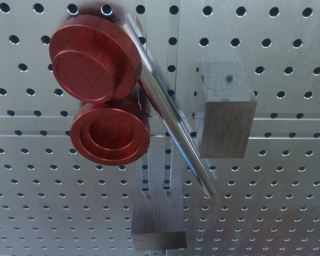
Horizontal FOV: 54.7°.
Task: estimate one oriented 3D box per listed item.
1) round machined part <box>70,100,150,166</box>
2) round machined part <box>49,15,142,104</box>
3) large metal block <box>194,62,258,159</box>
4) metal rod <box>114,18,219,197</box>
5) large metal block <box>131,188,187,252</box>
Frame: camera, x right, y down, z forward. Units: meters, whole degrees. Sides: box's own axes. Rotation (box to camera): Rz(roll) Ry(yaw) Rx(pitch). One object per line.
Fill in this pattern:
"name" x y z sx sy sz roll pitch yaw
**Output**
"round machined part" -0.062 0.001 0.401 0.099 0.042 0.097 0 130 0
"round machined part" -0.072 -0.064 0.327 0.098 0.042 0.097 12 139 11
"large metal block" 0.070 -0.021 0.358 0.050 0.080 0.079 0 130 0
"metal rod" 0.019 -0.004 0.408 0.025 0.025 0.299 -20 128 16
"large metal block" 0.000 0.147 0.501 0.080 0.080 0.050 -5 130 4
